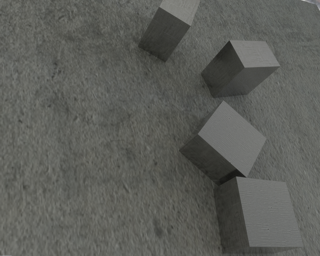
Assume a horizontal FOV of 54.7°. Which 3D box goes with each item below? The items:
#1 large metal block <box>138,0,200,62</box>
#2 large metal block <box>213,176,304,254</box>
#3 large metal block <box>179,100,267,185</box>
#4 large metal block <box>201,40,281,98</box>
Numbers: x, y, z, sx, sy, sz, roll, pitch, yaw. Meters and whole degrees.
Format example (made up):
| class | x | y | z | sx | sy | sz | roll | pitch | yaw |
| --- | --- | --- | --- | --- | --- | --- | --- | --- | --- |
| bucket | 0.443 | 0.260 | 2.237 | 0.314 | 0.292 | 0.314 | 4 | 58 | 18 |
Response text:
| class | x | y | z | sx | sy | sz | roll | pitch | yaw |
| --- | --- | --- | --- | --- | --- | --- | --- | --- | --- |
| large metal block | 0.015 | -0.164 | 0.478 | 0.050 | 0.080 | 0.080 | 28 | 52 | -11 |
| large metal block | 0.120 | 0.111 | 0.387 | 0.081 | 0.050 | 0.080 | 10 | 57 | -23 |
| large metal block | 0.086 | 0.023 | 0.423 | 0.080 | 0.050 | 0.080 | 42 | 51 | 0 |
| large metal block | 0.127 | -0.093 | 0.496 | 0.081 | 0.080 | 0.050 | -9 | 67 | -32 |
